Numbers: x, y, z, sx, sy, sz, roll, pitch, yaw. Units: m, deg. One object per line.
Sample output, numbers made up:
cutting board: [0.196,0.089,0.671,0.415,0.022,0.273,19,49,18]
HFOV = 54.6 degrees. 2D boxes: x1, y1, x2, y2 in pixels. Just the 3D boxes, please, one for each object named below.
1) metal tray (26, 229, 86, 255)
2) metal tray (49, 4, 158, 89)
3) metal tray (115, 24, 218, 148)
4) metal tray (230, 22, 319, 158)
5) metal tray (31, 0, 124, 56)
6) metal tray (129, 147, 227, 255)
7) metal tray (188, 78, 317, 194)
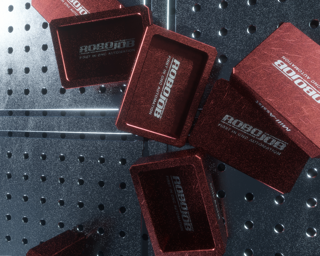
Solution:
metal tray: [-0.155,0.220,0.433,0.030,0.090,0.129,16,95,19]
metal tray: [-0.071,-0.105,0.410,0.131,0.030,0.089,-7,102,8]
metal tray: [0.006,-0.050,0.385,0.091,0.030,0.129,17,97,-13]
metal tray: [0.154,-0.043,0.338,0.090,0.030,0.130,-42,76,-8]
metal tray: [-0.117,-0.174,0.452,0.130,0.030,0.090,46,104,14]
metal tray: [0.024,0.095,0.384,0.090,0.030,0.129,-12,101,20]
metal tray: [0.111,0.007,0.371,0.130,0.030,0.090,28,99,18]
